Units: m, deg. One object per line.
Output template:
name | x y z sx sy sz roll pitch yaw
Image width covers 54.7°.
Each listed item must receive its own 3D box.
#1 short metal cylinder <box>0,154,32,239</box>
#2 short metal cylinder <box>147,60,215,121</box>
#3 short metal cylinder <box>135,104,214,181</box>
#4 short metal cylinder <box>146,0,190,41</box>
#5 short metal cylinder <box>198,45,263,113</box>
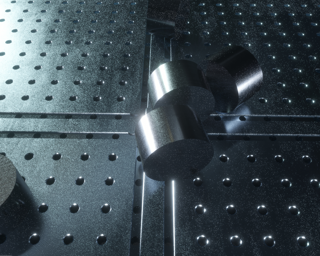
short metal cylinder | -0.186 0.073 0.328 0.081 0.050 0.080 0 50 0
short metal cylinder | 0.026 -0.042 0.408 0.081 0.080 0.050 -7 51 -7
short metal cylinder | 0.015 0.019 0.357 0.081 0.080 0.050 -10 51 -9
short metal cylinder | 0.016 -0.198 0.539 0.050 0.080 0.080 18 52 14
short metal cylinder | 0.093 -0.068 0.430 0.050 0.080 0.080 -34 58 -25
